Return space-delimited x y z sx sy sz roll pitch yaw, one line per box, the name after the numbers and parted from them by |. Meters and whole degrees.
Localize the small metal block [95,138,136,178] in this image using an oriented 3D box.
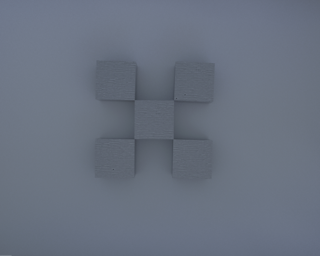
-0.058 0.039 0.409 0.050 0.025 0.050 1 90 0 | small metal block

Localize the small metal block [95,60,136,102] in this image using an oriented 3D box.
-0.057 -0.061 0.409 0.050 0.025 0.050 2 90 0 | small metal block

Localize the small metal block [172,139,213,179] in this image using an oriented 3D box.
0.042 0.040 0.409 0.050 0.025 0.050 1 90 0 | small metal block

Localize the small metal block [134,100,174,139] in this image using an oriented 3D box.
-0.007 -0.011 0.409 0.050 0.025 0.050 1 90 0 | small metal block

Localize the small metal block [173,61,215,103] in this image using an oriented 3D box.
0.044 -0.059 0.409 0.050 0.025 0.050 2 90 0 | small metal block
